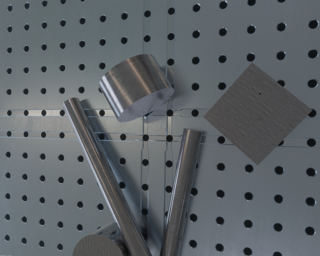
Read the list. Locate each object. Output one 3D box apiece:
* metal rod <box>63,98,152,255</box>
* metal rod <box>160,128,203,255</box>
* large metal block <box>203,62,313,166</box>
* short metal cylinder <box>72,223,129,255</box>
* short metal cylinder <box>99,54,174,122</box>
[{"bbox_3d":[-0.064,0.089,0.420,0.025,0.025,0.299,-33,74,17],"label":"metal rod"},{"bbox_3d":[0.016,0.149,0.406,0.025,0.025,0.298,12,94,19],"label":"metal rod"},{"bbox_3d":[0.112,-0.016,0.360,0.080,0.050,0.080,44,103,14],"label":"large metal block"},{"bbox_3d":[-0.071,0.177,0.424,0.080,0.050,0.079,0,90,20],"label":"short metal cylinder"},{"bbox_3d":[-0.029,-0.049,0.394,0.080,0.080,0.050,-33,80,17],"label":"short metal cylinder"}]
